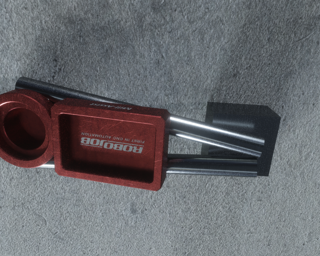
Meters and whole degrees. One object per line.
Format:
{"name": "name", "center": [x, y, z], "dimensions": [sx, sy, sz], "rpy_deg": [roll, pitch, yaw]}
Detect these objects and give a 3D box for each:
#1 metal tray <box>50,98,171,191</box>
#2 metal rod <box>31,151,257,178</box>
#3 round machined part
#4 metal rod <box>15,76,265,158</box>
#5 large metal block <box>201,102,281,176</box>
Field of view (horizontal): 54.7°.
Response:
{"name": "metal tray", "center": [-0.057, 0.018, 0.359], "dimensions": [0.131, 0.030, 0.089], "rpy_deg": [7, 110, 10]}
{"name": "metal rod", "center": [-0.035, 0.044, 0.392], "dimensions": [0.301, 0.025, 0.025], "rpy_deg": [1, 111, 13]}
{"name": "round machined part", "center": [-0.166, -0.002, 0.393], "dimensions": [0.098, 0.042, 0.097], "rpy_deg": [3, 110, 9]}
{"name": "metal rod", "center": [-0.030, -0.015, 0.370], "dimensions": [0.301, 0.025, 0.025], "rpy_deg": [15, 110, 8]}
{"name": "large metal block", "center": [0.101, 0.013, 0.402], "dimensions": [0.081, 0.050, 0.079], "rpy_deg": [4, 110, -2]}
